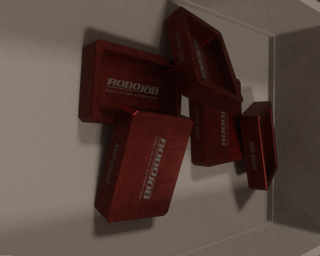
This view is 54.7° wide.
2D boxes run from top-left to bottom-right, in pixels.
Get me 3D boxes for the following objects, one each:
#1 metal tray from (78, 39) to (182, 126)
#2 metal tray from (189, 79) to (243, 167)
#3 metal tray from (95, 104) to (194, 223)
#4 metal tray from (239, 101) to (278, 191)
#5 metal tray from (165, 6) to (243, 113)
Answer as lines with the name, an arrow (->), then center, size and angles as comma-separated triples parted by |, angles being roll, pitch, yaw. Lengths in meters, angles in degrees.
metal tray -> -0.030, -0.047, 0.379 | 0.131, 0.030, 0.089 | 5, 87, -40
metal tray -> 0.088, -0.011, 0.480 | 0.091, 0.030, 0.129 | -5, 93, -40
metal tray -> -0.017, 0.043, 0.367 | 0.091, 0.030, 0.129 | 7, 103, -40
metal tray -> 0.170, 0.028, 0.526 | 0.091, 0.030, 0.129 | -35, 118, -53
metal tray -> 0.058, -0.092, 0.417 | 0.091, 0.030, 0.130 | 16, 52, -39
